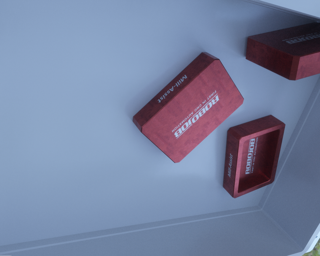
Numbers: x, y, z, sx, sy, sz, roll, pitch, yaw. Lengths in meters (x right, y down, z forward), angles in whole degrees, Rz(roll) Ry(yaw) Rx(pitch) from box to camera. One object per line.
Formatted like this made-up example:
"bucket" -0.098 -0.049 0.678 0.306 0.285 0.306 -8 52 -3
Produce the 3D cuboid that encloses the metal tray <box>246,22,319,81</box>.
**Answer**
"metal tray" 0.192 -0.105 0.406 0.131 0.090 0.030 -17 125 -19

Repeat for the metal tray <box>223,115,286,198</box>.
"metal tray" 0.156 0.049 0.520 0.091 0.030 0.129 -16 125 -19

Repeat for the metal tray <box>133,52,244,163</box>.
"metal tray" 0.040 -0.024 0.412 0.130 0.030 0.090 -43 129 1
